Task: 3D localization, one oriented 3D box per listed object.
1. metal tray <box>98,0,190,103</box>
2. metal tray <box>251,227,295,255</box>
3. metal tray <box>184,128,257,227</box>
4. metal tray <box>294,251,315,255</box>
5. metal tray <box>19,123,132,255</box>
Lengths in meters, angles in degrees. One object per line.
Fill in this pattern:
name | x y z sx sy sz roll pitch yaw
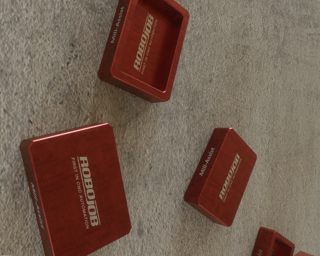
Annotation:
metal tray | -0.016 -0.106 0.387 0.091 0.030 0.129 22 76 -38
metal tray | 0.200 0.260 0.568 0.090 0.030 0.130 38 67 -33
metal tray | 0.098 0.075 0.484 0.090 0.030 0.130 42 65 -32
metal tray | 0.268 0.316 0.604 0.090 0.030 0.129 17 85 -54
metal tray | -0.085 0.066 0.330 0.091 0.030 0.129 -16 100 -39
